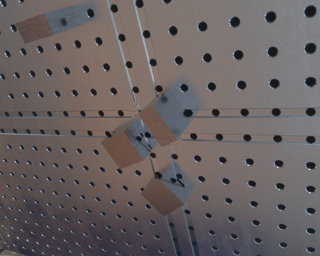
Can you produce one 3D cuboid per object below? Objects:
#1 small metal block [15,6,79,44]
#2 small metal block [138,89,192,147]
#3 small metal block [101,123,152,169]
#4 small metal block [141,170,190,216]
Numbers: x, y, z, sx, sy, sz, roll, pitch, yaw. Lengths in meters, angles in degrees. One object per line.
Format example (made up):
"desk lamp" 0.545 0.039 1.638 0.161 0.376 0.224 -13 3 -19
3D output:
"small metal block" -0.140 -0.129 0.387 0.050 0.050 0.025 -4 116 30
"small metal block" 0.007 -0.013 0.382 0.025 0.050 0.050 -27 104 37
"small metal block" -0.049 0.027 0.452 0.050 0.025 0.050 -24 106 36
"small metal block" 0.008 0.099 0.467 0.050 0.025 0.050 45 129 -4
